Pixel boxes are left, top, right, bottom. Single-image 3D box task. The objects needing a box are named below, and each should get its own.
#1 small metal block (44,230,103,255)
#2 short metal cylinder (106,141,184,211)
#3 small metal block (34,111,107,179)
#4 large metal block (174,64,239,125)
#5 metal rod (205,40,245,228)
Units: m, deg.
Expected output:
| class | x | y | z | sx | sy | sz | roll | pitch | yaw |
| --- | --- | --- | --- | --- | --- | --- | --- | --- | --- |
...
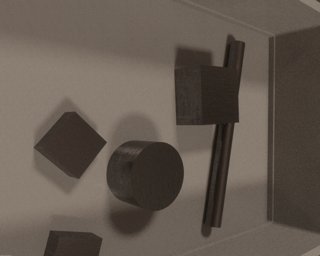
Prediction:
| class | x | y | z | sx | sy | sz | roll | pitch | yaw |
| --- | --- | --- | --- | --- | --- | --- | --- | --- | --- |
| small metal block | -0.095 | 0.139 | 0.329 | 0.050 | 0.025 | 0.050 | 19 | 78 | -39 |
| short metal cylinder | -0.017 | 0.056 | 0.378 | 0.081 | 0.050 | 0.079 | 0 | 90 | -40 |
| small metal block | -0.094 | 0.018 | 0.329 | 0.050 | 0.025 | 0.050 | 49 | 61 | -29 |
| large metal block | 0.069 | -0.046 | 0.450 | 0.081 | 0.050 | 0.079 | -4 | 93 | -40 |
| metal rod | 0.106 | 0.005 | 0.497 | 0.025 | 0.025 | 0.298 | 16 | 80 | -39 |
